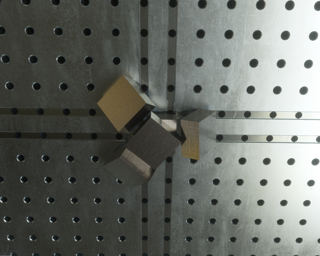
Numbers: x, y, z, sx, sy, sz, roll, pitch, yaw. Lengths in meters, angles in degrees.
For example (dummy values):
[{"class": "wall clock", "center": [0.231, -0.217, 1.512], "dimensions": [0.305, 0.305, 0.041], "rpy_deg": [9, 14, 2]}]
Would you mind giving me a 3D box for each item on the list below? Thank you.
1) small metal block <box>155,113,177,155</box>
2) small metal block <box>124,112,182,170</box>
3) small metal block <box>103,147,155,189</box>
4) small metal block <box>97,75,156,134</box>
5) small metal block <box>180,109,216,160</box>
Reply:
[{"class": "small metal block", "center": [-0.004, 0.007, 0.416], "dimensions": [0.050, 0.025, 0.050], "rpy_deg": [1, 113, -1]}, {"class": "small metal block", "center": [-0.009, 0.016, 0.392], "dimensions": [0.050, 0.025, 0.050], "rpy_deg": [39, 105, -14]}, {"class": "small metal block", "center": [-0.041, 0.052, 0.419], "dimensions": [0.050, 0.025, 0.050], "rpy_deg": [43, 142, -14]}, {"class": "small metal block", "center": [-0.042, -0.029, 0.389], "dimensions": [0.050, 0.025, 0.050], "rpy_deg": [-45, 69, 14]}, {"class": "small metal block", "center": [0.050, 0.007, 0.400], "dimensions": [0.025, 0.050, 0.050], "rpy_deg": [10, 114, 31]}]
